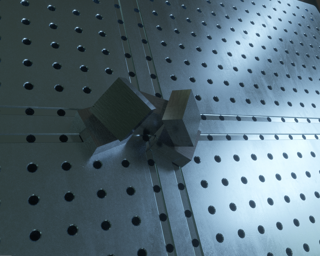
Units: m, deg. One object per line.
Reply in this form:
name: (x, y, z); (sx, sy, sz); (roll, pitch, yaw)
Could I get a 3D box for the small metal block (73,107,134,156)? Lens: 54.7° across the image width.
small metal block: (-0.069, -0.001, 0.373); (0.050, 0.025, 0.050); (-21, 73, -36)

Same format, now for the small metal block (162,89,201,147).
small metal block: (0.028, -0.012, 0.382); (0.050, 0.025, 0.050); (64, 35, -43)

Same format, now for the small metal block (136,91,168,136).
small metal block: (-0.021, -0.018, 0.393); (0.050, 0.050, 0.025); (17, 55, -19)

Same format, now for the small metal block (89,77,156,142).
small metal block: (-0.041, -0.021, 0.348); (0.050, 0.050, 0.025); (45, 12, 3)

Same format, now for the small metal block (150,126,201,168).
small metal block: (0.022, 0.016, 0.412); (0.050, 0.025, 0.050); (31, 51, -9)
